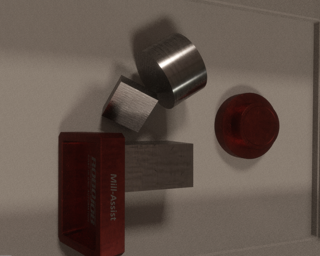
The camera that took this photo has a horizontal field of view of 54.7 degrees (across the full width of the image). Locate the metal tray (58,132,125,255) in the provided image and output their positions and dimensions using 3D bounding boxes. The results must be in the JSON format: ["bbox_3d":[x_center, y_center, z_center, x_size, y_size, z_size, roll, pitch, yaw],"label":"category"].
[{"bbox_3d":[-0.078,0.069,0.345,0.030,0.090,0.129,0,90,-45],"label":"metal tray"}]

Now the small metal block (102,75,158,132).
[{"bbox_3d":[-0.038,-0.030,0.386,0.050,0.025,0.050,26,112,-19],"label":"small metal block"}]

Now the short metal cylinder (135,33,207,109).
[{"bbox_3d":[0.013,-0.071,0.387,0.050,0.080,0.080,-33,101,-17],"label":"short metal cylinder"}]

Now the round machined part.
[{"bbox_3d":[0.134,-0.003,0.453,0.099,0.042,0.097,0,90,-21],"label":"round machined part"}]

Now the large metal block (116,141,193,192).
[{"bbox_3d":[-0.014,0.043,0.377,0.081,0.080,0.050,0,90,-20],"label":"large metal block"}]
